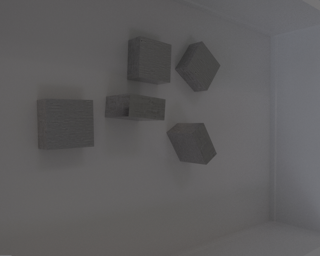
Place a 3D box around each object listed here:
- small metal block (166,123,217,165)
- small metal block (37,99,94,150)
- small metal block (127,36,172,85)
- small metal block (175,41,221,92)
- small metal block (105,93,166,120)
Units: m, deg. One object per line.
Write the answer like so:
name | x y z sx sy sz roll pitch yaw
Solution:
small metal block | 0.043 0.021 0.426 0.025 0.050 0.050 -40 114 -33
small metal block | -0.098 -0.004 0.324 0.050 0.025 0.050 -2 92 -40
small metal block | -0.013 -0.085 0.395 0.050 0.025 0.050 3 88 -40
small metal block | 0.056 -0.089 0.453 0.050 0.025 0.050 44 64 -31
small metal block | -0.029 -0.023 0.365 0.050 0.050 0.025 5 87 -40
